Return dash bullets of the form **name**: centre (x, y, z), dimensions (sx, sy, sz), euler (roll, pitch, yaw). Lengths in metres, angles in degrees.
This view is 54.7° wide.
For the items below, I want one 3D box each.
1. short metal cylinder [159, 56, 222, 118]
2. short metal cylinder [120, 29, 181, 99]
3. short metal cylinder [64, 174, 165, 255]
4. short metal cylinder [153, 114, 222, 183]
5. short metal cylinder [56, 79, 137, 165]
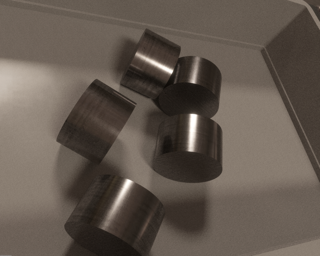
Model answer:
- **short metal cylinder**: centre (0.043, -0.052, 0.427), dimensions (0.080, 0.080, 0.050), euler (24, 53, -14)
- **short metal cylinder**: centre (-0.014, -0.085, 0.416), dimensions (0.050, 0.080, 0.080), euler (25, 53, -13)
- **short metal cylinder**: centre (-0.041, 0.089, 0.295), dimensions (0.080, 0.080, 0.050), euler (33, 51, -7)
- **short metal cylinder**: centre (0.035, 0.027, 0.374), dimensions (0.080, 0.080, 0.050), euler (20, 54, -17)
- **short metal cylinder**: centre (-0.068, -0.006, 0.339), dimensions (0.050, 0.080, 0.080), euler (32, 51, -8)
